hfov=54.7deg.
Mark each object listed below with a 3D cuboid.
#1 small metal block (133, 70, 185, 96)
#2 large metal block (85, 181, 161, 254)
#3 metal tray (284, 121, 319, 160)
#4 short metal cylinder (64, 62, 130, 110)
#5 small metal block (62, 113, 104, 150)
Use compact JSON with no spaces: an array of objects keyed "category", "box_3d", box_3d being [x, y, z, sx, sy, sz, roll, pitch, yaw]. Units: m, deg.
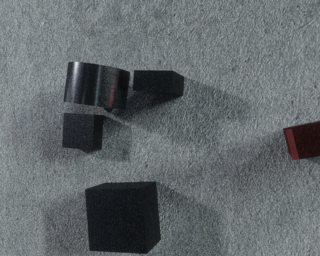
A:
[{"category":"small metal block","box_3d":[0.000,-0.057,0.396,0.050,0.050,0.025,5,92,20]},{"category":"large metal block","box_3d":[-0.048,0.116,0.413,0.080,0.050,0.080,-5,88,20]},{"category":"metal tray","box_3d":[0.194,0.001,0.305,0.130,0.090,0.030,-13,86,19]},{"category":"short metal cylinder","box_3d":[-0.083,-0.054,0.409,0.080,0.080,0.050,9,93,19]},{"category":"small metal block","box_3d":[-0.111,0.005,0.448,0.050,0.025,0.050,4,91,20]}]
